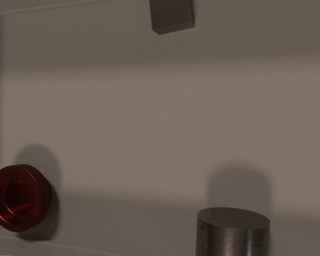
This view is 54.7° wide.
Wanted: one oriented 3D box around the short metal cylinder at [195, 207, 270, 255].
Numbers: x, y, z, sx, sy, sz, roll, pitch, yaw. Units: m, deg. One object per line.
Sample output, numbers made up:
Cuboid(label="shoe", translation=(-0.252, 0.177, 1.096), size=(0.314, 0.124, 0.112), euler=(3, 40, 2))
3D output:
Cuboid(label="short metal cylinder", translation=(0.082, 0.126, 0.352), size=(0.080, 0.080, 0.050), euler=(3, 91, 19))

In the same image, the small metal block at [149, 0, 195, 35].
Cuboid(label="small metal block", translation=(0.015, -0.154, 0.404), size=(0.050, 0.025, 0.050), euler=(-6, 88, 19))

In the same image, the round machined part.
Cuboid(label="round machined part", translation=(-0.207, 0.104, 0.473), size=(0.098, 0.042, 0.097), euler=(0, 90, 19))
